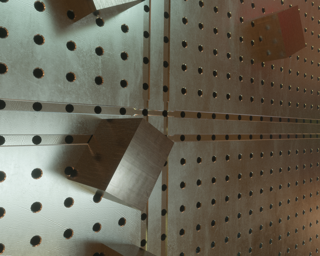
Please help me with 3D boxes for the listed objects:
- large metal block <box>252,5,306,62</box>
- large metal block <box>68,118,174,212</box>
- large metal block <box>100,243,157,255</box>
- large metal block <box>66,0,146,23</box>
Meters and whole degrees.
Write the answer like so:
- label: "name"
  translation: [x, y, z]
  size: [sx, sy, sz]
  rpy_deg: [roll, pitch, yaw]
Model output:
- label: "large metal block"
  translation: [0.227, -0.178, 0.586]
  size: [0.081, 0.050, 0.080]
  rpy_deg: [-31, 109, -36]
- label: "large metal block"
  translation: [-0.043, 0.036, 0.339]
  size: [0.050, 0.080, 0.080]
  rpy_deg: [40, 66, -33]
- label: "large metal block"
  translation: [-0.033, 0.183, 0.348]
  size: [0.050, 0.080, 0.080]
  rpy_deg: [21, 77, -39]
- label: "large metal block"
  translation: [-0.064, -0.171, 0.340]
  size: [0.081, 0.050, 0.080]
  rpy_deg: [-32, 110, -36]
